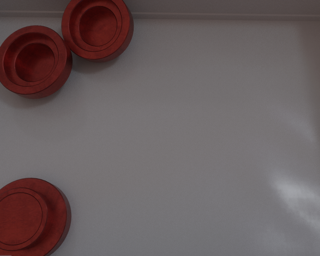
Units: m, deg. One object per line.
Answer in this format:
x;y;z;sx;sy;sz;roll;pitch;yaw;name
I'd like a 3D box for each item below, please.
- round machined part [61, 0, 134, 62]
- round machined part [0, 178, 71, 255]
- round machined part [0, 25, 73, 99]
-0.085;-0.141;0.440;0.098;0.042;0.097;0;90;10;round machined part
-0.158;0.106;0.361;0.099;0.042;0.098;0;70;0;round machined part
-0.167;-0.086;0.425;0.099;0.042;0.098;-1;78;6;round machined part
